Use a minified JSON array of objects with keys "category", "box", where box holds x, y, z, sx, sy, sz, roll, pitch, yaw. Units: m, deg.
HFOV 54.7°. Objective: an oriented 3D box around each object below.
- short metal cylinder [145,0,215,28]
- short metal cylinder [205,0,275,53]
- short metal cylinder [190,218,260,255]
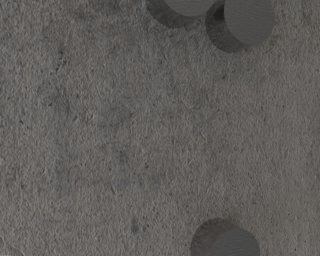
[{"category":"short metal cylinder","box":[0.026,-0.178,0.405,0.081,0.050,0.080,0,90,-20]},{"category":"short metal cylinder","box":[0.112,-0.151,0.436,0.081,0.050,0.080,0,90,-20]},{"category":"short metal cylinder","box":[0.089,0.172,0.429,0.081,0.050,0.080,0,90,-20]}]
